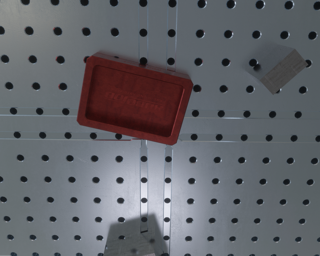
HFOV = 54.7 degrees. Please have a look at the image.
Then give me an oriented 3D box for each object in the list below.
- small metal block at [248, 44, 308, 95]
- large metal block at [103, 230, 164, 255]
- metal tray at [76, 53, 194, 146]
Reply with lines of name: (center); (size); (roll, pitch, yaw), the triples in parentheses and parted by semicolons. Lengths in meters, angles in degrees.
small metal block: (0.140, -0.072, 0.375); (0.050, 0.050, 0.025); (-43, 105, 14)
large metal block: (-0.035, 0.215, 0.479); (0.080, 0.050, 0.080); (-15, 110, 5)
metal tray: (-0.032, -0.036, 0.396); (0.131, 0.030, 0.089); (13, 110, -5)
